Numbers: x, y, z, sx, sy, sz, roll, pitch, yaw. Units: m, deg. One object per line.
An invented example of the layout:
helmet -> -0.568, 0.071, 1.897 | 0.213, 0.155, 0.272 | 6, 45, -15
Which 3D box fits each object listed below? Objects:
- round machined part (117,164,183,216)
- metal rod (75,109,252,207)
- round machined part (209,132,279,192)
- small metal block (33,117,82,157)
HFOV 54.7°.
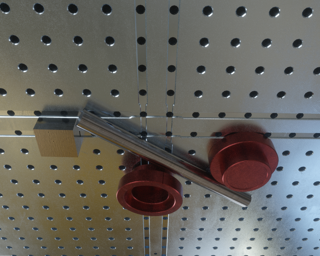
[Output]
round machined part -> -0.014, 0.092, 0.473 | 0.099, 0.042, 0.097 | 3, 136, 3
metal rod -> 0.020, 0.053, 0.456 | 0.301, 0.025, 0.025 | 28, 125, -22
round machined part -> 0.122, 0.055, 0.449 | 0.099, 0.042, 0.097 | 0, 130, 0
small metal block -> -0.138, 0.013, 0.421 | 0.050, 0.025, 0.050 | 1, 130, -2
